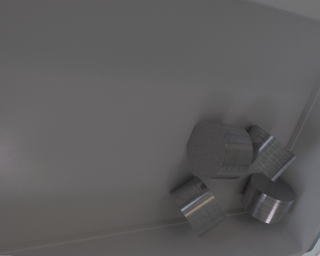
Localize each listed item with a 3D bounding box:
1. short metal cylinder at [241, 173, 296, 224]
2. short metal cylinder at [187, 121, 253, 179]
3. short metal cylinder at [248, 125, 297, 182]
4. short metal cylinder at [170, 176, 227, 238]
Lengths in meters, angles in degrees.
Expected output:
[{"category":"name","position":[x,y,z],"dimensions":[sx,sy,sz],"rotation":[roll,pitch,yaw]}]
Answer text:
[{"category":"short metal cylinder","position":[0.193,0.125,0.555],"dimensions":[0.081,0.080,0.050],"rotation":[2,118,-29]},{"category":"short metal cylinder","position":[0.083,0.032,0.438],"dimensions":[0.050,0.080,0.079],"rotation":[6,115,-31]},{"category":"short metal cylinder","position":[0.164,0.039,0.486],"dimensions":[0.080,0.080,0.050],"rotation":[34,99,-39]},{"category":"short metal cylinder","position":[0.059,0.121,0.480],"dimensions":[0.050,0.080,0.080],"rotation":[-34,129,-6]}]
